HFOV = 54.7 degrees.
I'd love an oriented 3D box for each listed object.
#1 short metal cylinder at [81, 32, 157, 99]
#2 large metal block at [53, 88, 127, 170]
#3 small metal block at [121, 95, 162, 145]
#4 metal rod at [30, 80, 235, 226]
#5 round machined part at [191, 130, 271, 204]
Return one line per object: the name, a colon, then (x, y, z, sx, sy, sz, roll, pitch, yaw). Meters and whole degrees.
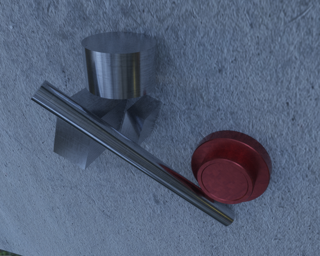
short metal cylinder: (-0.045, -0.073, 0.348, 0.080, 0.080, 0.050, 15, 124, 19)
large metal block: (-0.092, -0.006, 0.415, 0.050, 0.080, 0.079, 28, 128, 10)
small metal block: (-0.025, -0.008, 0.397, 0.025, 0.050, 0.050, 27, 128, 11)
metal rod: (-0.014, 0.044, 0.375, 0.301, 0.025, 0.025, 37, 132, -24)
round machined part: (0.085, 0.055, 0.385, 0.098, 0.042, 0.097, 13, 124, 20)
